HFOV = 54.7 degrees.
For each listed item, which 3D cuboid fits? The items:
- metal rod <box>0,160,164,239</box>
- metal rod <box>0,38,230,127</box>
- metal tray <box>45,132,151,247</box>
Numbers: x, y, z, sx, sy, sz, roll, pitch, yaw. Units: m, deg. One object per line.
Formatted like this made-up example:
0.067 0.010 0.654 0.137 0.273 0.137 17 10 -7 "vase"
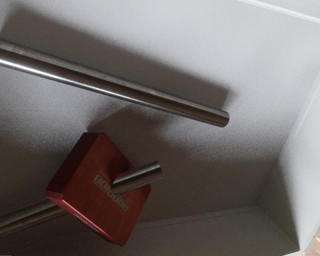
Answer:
-0.141 0.101 0.372 0.302 0.025 0.025 -19 126 -10 "metal rod"
-0.029 -0.042 0.368 0.302 0.025 0.025 13 111 -34 "metal rod"
-0.068 0.078 0.386 0.130 0.030 0.090 56 49 -39 "metal tray"
